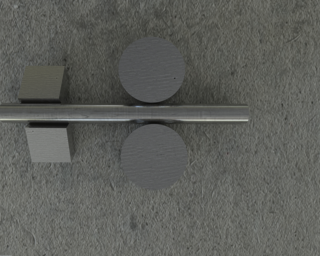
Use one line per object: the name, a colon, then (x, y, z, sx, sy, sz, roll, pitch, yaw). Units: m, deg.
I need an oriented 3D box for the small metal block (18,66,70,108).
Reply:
small metal block: (-0.148, -0.053, 0.400, 0.050, 0.025, 0.050, 0, 63, 0)

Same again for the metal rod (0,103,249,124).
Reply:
metal rod: (-0.043, -0.018, 0.386, 0.302, 0.025, 0.025, 0, 90, 0)

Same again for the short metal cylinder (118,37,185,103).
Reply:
short metal cylinder: (-0.010, -0.071, 0.398, 0.081, 0.050, 0.079, 0, 90, 0)

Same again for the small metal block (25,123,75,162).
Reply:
small metal block: (-0.140, 0.016, 0.400, 0.050, 0.025, 0.050, 0, 117, -1)

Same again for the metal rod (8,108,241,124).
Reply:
metal rod: (-0.044, -0.018, 0.411, 0.302, 0.025, 0.025, 0, 90, 0)

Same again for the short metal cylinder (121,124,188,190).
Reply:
short metal cylinder: (-0.007, 0.035, 0.398, 0.081, 0.050, 0.079, 0, 90, 0)
